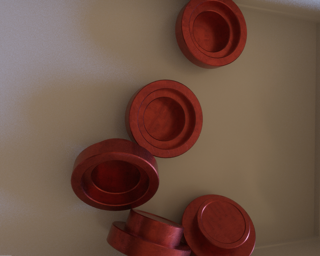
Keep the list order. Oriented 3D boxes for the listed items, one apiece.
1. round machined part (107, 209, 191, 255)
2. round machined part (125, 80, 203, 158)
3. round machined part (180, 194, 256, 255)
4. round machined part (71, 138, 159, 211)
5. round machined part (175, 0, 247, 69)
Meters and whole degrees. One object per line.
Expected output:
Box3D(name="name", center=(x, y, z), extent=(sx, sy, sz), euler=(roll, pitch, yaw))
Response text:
Box3D(name="round machined part", center=(-0.009, 0.127, 0.369), extent=(0.099, 0.098, 0.042), euler=(22, 79, -19))
Box3D(name="round machined part", center=(0.002, -0.011, 0.402), extent=(0.099, 0.042, 0.097), euler=(0, 90, -20))
Box3D(name="round machined part", center=(0.077, 0.129, 0.402), extent=(0.099, 0.042, 0.098), euler=(5, 49, -6))
Box3D(name="round machined part", center=(-0.051, 0.051, 0.365), extent=(0.099, 0.042, 0.097), euler=(-3, 128, -3))
Box3D(name="round machined part", center=(0.066, -0.130, 0.425), extent=(0.099, 0.042, 0.097), euler=(0, 90, -20))
